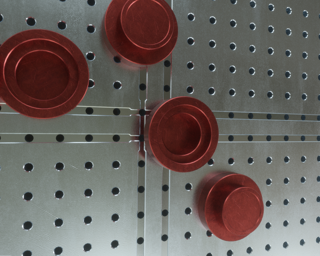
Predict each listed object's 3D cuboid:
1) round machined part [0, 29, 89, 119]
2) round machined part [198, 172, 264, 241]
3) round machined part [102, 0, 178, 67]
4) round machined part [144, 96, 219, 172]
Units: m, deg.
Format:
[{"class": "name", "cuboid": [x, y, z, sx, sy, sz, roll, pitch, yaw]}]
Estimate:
[{"class": "round machined part", "cuboid": [-0.134, -0.059, 0.354, 0.099, 0.042, 0.097, 0, 90, -21]}, {"class": "round machined part", "cuboid": [0.109, 0.115, 0.446, 0.099, 0.042, 0.097, 0, 90, -20]}, {"class": "round machined part", "cuboid": [-0.021, -0.130, 0.396, 0.099, 0.042, 0.097, 0, 90, -21]}, {"class": "round machined part", "cuboid": [0.025, 0.008, 0.414, 0.099, 0.042, 0.097, 0, 90, -21]}]
